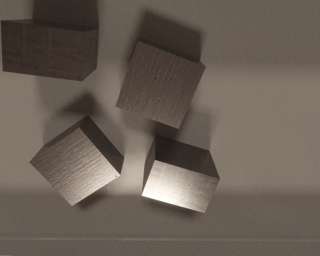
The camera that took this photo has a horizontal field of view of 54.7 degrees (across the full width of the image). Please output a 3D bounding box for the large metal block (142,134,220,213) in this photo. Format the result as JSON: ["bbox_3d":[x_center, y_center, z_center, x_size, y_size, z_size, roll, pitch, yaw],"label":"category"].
[{"bbox_3d":[0.024,0.056,0.403,0.080,0.080,0.050,17,109,-7],"label":"large metal block"}]

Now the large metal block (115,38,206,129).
[{"bbox_3d":[-0.001,-0.055,0.378,0.080,0.050,0.079,20,109,-8],"label":"large metal block"}]

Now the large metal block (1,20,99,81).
[{"bbox_3d":[-0.117,-0.090,0.347,0.081,0.080,0.050,7,110,-3],"label":"large metal block"}]

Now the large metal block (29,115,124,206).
[{"bbox_3d":[-0.107,0.042,0.412,0.080,0.050,0.080,-34,107,11],"label":"large metal block"}]
